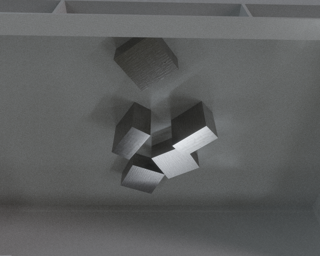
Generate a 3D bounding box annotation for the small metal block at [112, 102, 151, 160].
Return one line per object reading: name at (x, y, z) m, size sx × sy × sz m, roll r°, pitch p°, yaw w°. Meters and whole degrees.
small metal block at (-0.036, 0.003, 0.395) m, size 0.025 × 0.050 × 0.050 m, roll 27°, pitch 125°, yaw -21°

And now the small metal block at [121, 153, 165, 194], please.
small metal block at (-0.026, 0.069, 0.468) m, size 0.050 × 0.025 × 0.050 m, roll 19°, pitch 128°, yaw -16°

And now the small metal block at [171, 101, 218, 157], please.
small metal block at (0.042, 0.001, 0.394) m, size 0.050 × 0.050 × 0.025 m, roll -32°, pitch 123°, yaw 24°

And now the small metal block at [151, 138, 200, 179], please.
small metal block at (0.022, 0.041, 0.445) m, size 0.050 × 0.025 × 0.050 m, roll -23°, pitch 127°, yaw 18°

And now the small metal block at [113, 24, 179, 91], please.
small metal block at (-0.015, -0.077, 0.344) m, size 0.050 × 0.025 × 0.050 m, roll -28°, pitch 125°, yaw 21°
